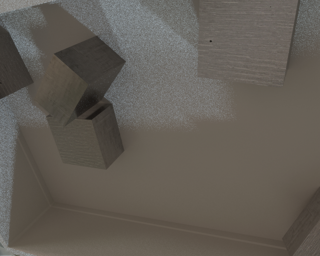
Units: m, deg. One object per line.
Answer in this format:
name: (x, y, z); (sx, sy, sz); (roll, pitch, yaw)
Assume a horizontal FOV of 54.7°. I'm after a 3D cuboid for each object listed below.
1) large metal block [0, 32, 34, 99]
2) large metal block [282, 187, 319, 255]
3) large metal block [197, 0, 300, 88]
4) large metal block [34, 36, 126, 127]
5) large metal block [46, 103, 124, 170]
large metal block: (-0.248, -0.085, 0.452); (0.050, 0.080, 0.080); (-5, 116, 30)
large metal block: (0.199, 0.125, 0.344); (0.080, 0.050, 0.080); (32, 100, 7)
large metal block: (0.083, -0.089, 0.293); (0.080, 0.050, 0.079); (11, 123, 22)
large metal block: (-0.100, -0.060, 0.389); (0.050, 0.080, 0.080); (42, 129, -1)
large metal block: (-0.108, 0.010, 0.455); (0.080, 0.050, 0.079); (4, 120, 26)
